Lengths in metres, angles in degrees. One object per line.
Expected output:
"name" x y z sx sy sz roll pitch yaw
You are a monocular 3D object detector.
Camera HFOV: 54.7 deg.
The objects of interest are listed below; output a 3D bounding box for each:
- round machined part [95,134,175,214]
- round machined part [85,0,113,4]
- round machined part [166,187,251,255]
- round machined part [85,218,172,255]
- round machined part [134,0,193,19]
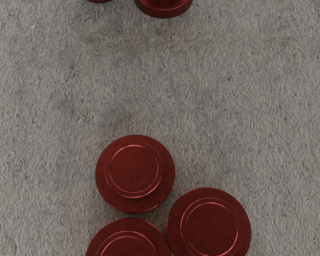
"round machined part" -0.031 0.054 0.379 0.099 0.042 0.098 0 70 0
"round machined part" -0.096 -0.236 0.485 0.099 0.042 0.098 0 70 0
"round machined part" 0.056 0.117 0.356 0.099 0.042 0.098 0 70 0
"round machined part" -0.036 0.150 0.344 0.099 0.042 0.098 0 70 0
"round machined part" 0.006 -0.223 0.480 0.099 0.042 0.098 0 70 0
